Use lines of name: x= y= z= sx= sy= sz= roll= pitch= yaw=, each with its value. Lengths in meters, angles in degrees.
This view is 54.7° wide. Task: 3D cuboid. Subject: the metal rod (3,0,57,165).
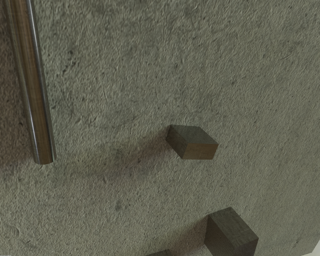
metal rod: x=-0.124 y=-0.094 z=0.280 sx=0.025 sy=0.025 sz=0.298 roll=-11 pitch=123 yaw=-23

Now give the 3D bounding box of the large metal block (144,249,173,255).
large metal block: x=0.005 y=0.278 z=0.546 sx=0.050 sy=0.080 sz=0.079 roll=-5 pitch=121 yaw=-26

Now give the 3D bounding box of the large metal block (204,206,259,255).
large metal block: x=0.128 y=0.207 z=0.570 sx=0.050 sy=0.080 sz=0.079 roll=-12 pitch=124 yaw=-22

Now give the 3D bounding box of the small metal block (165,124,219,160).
small metal block: x=0.043 y=0.019 z=0.426 sx=0.050 sy=0.050 sz=0.025 roll=4 pitch=117 yaw=-30
